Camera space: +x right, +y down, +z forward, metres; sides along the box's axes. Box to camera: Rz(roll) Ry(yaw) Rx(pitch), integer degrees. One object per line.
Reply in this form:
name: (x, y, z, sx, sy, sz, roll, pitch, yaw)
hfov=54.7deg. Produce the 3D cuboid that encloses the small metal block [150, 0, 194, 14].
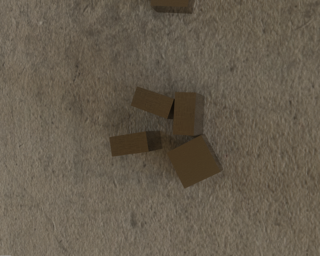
small metal block: (0.019, -0.179, 0.402, 0.050, 0.025, 0.050, 10, 93, 19)

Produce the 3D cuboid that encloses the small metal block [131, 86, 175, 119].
small metal block: (-0.001, -0.031, 0.395, 0.050, 0.050, 0.025, 21, 97, 18)

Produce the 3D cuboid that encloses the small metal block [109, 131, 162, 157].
small metal block: (-0.030, 0.020, 0.405, 0.050, 0.050, 0.025, -9, 87, 19)

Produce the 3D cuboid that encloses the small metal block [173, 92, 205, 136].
small metal block: (0.037, -0.017, 0.382, 0.025, 0.050, 0.050, 4, 91, 20)

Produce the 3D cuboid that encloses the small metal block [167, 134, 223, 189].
small metal block: (0.045, 0.042, 0.393, 0.050, 0.025, 0.050, -29, 81, 17)
